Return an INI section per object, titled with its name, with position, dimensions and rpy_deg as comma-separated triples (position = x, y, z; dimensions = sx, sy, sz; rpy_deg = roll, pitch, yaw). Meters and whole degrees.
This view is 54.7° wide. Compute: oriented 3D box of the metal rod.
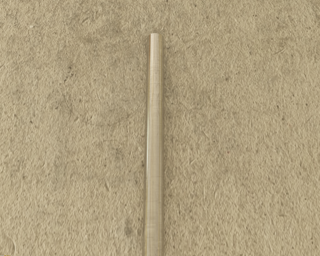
[metal rod]
position = -0.007, 0.008, 0.406
dimensions = 0.025, 0.025, 0.299
rpy_deg = 0, 70, 0
